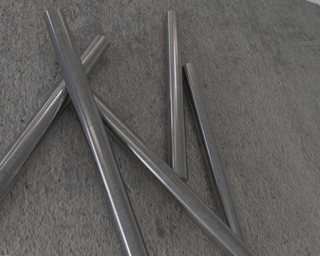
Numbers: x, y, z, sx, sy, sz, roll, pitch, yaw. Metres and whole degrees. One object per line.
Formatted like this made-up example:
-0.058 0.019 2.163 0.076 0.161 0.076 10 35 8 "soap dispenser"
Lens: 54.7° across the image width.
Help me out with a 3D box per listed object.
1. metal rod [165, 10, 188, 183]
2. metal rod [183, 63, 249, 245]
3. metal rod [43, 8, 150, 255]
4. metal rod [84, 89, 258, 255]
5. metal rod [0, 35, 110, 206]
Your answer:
0.021 -0.064 0.453 0.025 0.025 0.299 13 56 -21 "metal rod"
0.072 0.037 0.418 0.025 0.025 0.299 3 60 -27 "metal rod"
-0.074 0.001 0.340 0.025 0.025 0.299 -13 76 -34 "metal rod"
0.013 0.064 0.353 0.300 0.025 0.025 45 51 9 "metal rod"
-0.126 -0.009 0.340 0.025 0.025 0.300 30 52 -10 "metal rod"
